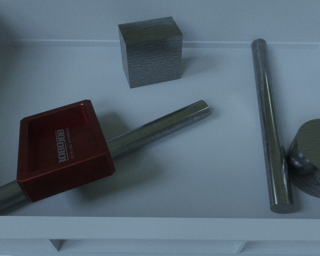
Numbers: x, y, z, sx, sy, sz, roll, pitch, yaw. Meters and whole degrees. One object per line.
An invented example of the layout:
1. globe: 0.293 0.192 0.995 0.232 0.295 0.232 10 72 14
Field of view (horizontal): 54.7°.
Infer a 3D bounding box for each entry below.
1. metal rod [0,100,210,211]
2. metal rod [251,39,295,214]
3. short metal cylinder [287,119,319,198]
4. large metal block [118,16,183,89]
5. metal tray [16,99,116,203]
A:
1. metal rod: -0.069 0.030 0.378 0.302 0.025 0.025 -24 54 -19
2. metal rod: 0.150 -0.027 0.429 0.025 0.025 0.300 6 50 4
3. short metal cylinder: 0.193 0.035 0.362 0.081 0.050 0.080 0 50 0
4. large metal block: -0.014 -0.112 0.463 0.081 0.080 0.050 -13 52 -11
5. metal tray: -0.111 0.018 0.356 0.091 0.030 0.130 -18 35 -12
